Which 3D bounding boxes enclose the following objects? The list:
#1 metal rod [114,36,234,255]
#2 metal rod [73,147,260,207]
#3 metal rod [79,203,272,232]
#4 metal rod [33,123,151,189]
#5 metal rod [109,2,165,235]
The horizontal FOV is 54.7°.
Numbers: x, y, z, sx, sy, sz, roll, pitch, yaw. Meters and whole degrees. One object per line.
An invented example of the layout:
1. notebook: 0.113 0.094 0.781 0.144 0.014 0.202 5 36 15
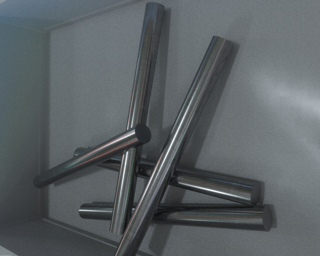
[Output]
1. metal rod: 0.011 0.037 0.368 0.025 0.025 0.298 30 101 35
2. metal rod: -0.016 0.057 0.416 0.300 0.025 0.025 6 94 39
3. metal rod: -0.006 0.113 0.408 0.300 0.025 0.025 -10 84 39
4. metal rod: -0.120 0.053 0.469 0.299 0.025 0.025 -25 75 42
5. metal rod: -0.030 -0.013 0.405 0.025 0.025 0.298 9 89 39
